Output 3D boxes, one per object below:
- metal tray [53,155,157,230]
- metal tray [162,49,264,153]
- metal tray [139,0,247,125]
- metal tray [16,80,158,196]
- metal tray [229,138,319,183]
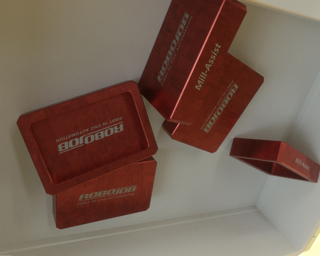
[{"bbox_3d":[-0.074,0.080,0.416,0.131,0.030,0.089,-5,121,-26],"label":"metal tray"},{"bbox_3d":[0.073,-0.034,0.426,0.091,0.030,0.129,21,107,-37],"label":"metal tray"},{"bbox_3d":[0.027,-0.080,0.333,0.030,0.090,0.129,11,113,-33],"label":"metal tray"},{"bbox_3d":[-0.077,0.008,0.347,0.131,0.030,0.089,-21,104,-16],"label":"metal tray"},{"bbox_3d":[0.187,0.053,0.502,0.131,0.090,0.030,25,76,-38],"label":"metal tray"}]
